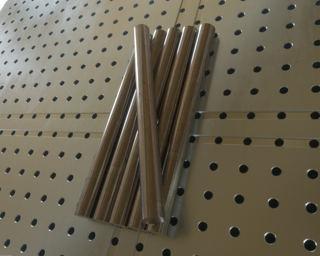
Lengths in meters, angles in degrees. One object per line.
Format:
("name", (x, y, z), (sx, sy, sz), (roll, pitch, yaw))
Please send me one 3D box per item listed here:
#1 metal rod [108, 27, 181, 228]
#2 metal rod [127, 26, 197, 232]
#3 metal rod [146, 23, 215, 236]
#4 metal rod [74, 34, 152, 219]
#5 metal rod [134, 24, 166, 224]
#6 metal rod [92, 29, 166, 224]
("metal rod", (-0.013, -0.017, 0.425), (0.025, 0.025, 0.300), (1, 62, 29))
("metal rod", (0.010, -0.016, 0.415), (0.025, 0.025, 0.300), (1, 62, 29))
("metal rod", (0.033, -0.016, 0.402), (0.025, 0.025, 0.300), (1, 62, 29))
("metal rod", (-0.060, -0.020, 0.451), (0.025, 0.025, 0.300), (1, 62, 29))
("metal rod", (-0.018, -0.029, 0.404), (0.025, 0.025, 0.300), (-18, 55, 18))
("metal rod", (-0.034, -0.018, 0.437), (0.025, 0.025, 0.300), (1, 62, 29))
